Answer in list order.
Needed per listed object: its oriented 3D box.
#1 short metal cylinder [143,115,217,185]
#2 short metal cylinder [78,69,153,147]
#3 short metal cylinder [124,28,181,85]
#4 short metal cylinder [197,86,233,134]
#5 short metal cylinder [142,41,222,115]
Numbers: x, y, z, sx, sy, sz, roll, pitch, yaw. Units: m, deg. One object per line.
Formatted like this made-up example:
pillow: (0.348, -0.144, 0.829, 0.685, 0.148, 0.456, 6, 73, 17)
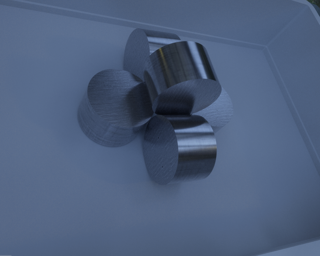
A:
short metal cylinder: (0.021, 0.024, 0.364, 0.050, 0.080, 0.080, -2, 63, -30)
short metal cylinder: (-0.053, -0.024, 0.373, 0.081, 0.050, 0.080, 14, 56, -21)
short metal cylinder: (-0.010, -0.090, 0.417, 0.050, 0.080, 0.080, -2, 63, -30)
short metal cylinder: (0.054, -0.026, 0.431, 0.081, 0.050, 0.080, 14, 56, -21)
short metal cylinder: (0.024, -0.053, 0.357, 0.081, 0.080, 0.050, -1, 62, -29)
